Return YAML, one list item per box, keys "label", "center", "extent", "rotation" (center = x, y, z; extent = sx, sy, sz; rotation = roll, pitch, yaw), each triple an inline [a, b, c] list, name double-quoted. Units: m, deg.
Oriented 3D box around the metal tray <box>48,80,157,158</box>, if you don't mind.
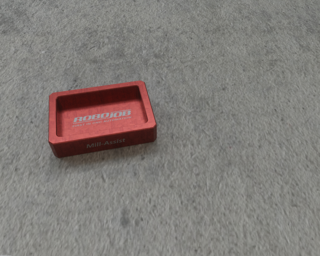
- label: "metal tray"
  center: [-0.077, -0.015, 0.411]
  extent: [0.131, 0.030, 0.090]
  rotation: [-9, 51, -8]
